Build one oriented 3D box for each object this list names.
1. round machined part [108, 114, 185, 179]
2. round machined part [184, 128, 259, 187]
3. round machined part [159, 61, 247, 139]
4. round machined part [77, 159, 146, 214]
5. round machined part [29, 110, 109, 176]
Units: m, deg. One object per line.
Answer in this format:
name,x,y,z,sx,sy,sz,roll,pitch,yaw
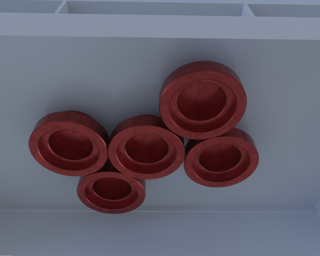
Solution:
round machined part,-0.017,0.021,0.411,0.099,0.042,0.097,0,130,0
round machined part,0.081,0.034,0.424,0.099,0.042,0.097,0,130,0
round machined part,0.048,-0.036,0.364,0.099,0.042,0.097,0,130,0
round machined part,-0.070,0.083,0.464,0.099,0.042,0.097,0,130,0
round machined part,-0.115,0.016,0.407,0.099,0.042,0.097,0,130,0
